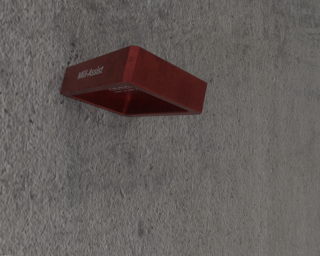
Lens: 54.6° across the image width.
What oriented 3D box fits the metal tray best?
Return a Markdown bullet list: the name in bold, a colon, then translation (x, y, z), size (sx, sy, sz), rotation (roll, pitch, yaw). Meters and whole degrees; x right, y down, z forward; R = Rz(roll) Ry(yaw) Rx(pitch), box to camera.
- **metal tray**: translation (-0.030, -0.039, 0.310), size (0.091, 0.130, 0.030), rotation (19, 78, -38)
